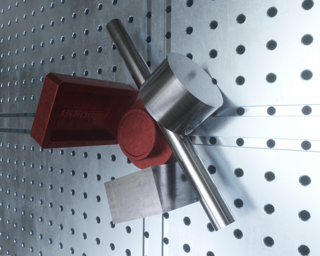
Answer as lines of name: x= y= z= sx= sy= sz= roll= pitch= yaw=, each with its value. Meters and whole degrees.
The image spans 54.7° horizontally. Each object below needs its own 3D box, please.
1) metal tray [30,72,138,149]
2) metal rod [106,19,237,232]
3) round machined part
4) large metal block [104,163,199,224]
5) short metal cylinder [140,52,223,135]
metal tray: x=-0.098 y=-0.020 z=0.420 sx=0.030 sy=0.131 sz=0.089 roll=34 pitch=111 yaw=34
metal rod: x=0.003 y=-0.020 z=0.378 sx=0.025 sy=0.025 sz=0.299 roll=-42 pitch=65 yaw=31
round machined part: x=-0.018 y=0.008 z=0.411 sx=0.098 sy=0.042 sz=0.097 roll=0 pitch=90 yaw=39
large metal block: x=-0.007 y=0.077 z=0.377 sx=0.080 sy=0.081 sz=0.050 roll=-24 pitch=75 yaw=37
short metal cylinder: x=0.024 y=-0.039 z=0.350 sx=0.050 sy=0.081 sz=0.080 roll=-44 pitch=64 yaw=31
